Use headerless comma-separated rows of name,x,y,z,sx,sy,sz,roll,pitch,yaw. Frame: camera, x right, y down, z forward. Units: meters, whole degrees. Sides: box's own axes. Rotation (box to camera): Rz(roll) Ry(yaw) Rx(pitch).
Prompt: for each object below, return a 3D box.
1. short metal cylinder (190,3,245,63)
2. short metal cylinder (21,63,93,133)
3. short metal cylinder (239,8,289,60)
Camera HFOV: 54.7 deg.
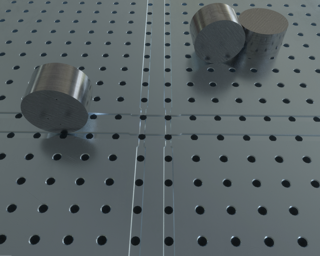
short metal cylinder,0.092,-0.152,0.501,0.081,0.080,0.050,-3,50,-3
short metal cylinder,-0.131,-0.037,0.402,0.081,0.080,0.050,0,50,-1
short metal cylinder,0.170,-0.161,0.529,0.081,0.050,0.080,0,50,0
